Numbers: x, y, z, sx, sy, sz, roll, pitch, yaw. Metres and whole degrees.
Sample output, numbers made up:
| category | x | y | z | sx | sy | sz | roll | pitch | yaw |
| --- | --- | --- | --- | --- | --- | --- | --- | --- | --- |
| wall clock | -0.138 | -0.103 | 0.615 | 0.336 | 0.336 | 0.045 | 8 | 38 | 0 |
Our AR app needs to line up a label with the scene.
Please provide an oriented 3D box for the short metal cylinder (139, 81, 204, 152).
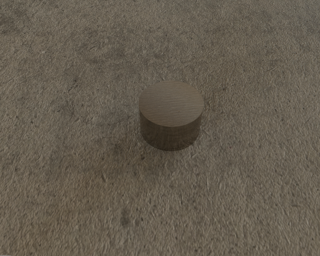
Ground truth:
| category | x | y | z | sx | sy | sz | roll | pitch | yaw |
| --- | --- | --- | --- | --- | --- | --- | --- | --- | --- |
| short metal cylinder | 0.014 | -0.016 | 0.402 | 0.081 | 0.050 | 0.080 | 0 | 50 | 0 |
